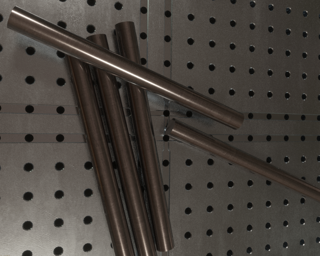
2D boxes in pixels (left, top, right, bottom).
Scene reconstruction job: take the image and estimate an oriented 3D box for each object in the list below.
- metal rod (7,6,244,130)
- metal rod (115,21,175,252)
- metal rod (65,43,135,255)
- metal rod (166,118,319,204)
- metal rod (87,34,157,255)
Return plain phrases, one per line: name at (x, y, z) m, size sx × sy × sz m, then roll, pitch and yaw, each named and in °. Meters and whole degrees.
metal rod at (-0.024, -0.063, 0.376) m, size 0.302 × 0.025 × 0.025 m, roll 22°, pitch 83°, yaw -19°
metal rod at (-0.019, 0.014, 0.406) m, size 0.025 × 0.025 × 0.298 m, roll -12°, pitch 94°, yaw -20°
metal rod at (-0.072, 0.044, 0.386) m, size 0.025 × 0.025 × 0.298 m, roll -15°, pitch 95°, yaw -20°
metal rod at (0.144, 0.057, 0.467) m, size 0.302 × 0.025 × 0.025 m, roll 24°, pitch 82°, yaw -19°
metal rod at (-0.047, 0.032, 0.396) m, size 0.025 × 0.025 × 0.298 m, roll -14°, pitch 95°, yaw -20°
